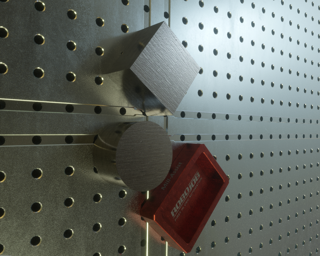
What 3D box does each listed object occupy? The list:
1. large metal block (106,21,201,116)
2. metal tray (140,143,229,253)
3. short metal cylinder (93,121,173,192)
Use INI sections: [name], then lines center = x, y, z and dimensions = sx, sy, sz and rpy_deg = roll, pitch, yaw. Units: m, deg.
[large metal block]
center = -0.006, -0.071, 0.390
dimensions = 0.080, 0.050, 0.080
rpy_deg = 46, 63, -31
[metal tray]
center = 0.040, 0.096, 0.442
dimensions = 0.130, 0.030, 0.090
rpy_deg = -53, 121, -27
[short metal cylinder]
center = -0.032, 0.032, 0.368
dimensions = 0.081, 0.050, 0.079
rpy_deg = 0, 90, -40
